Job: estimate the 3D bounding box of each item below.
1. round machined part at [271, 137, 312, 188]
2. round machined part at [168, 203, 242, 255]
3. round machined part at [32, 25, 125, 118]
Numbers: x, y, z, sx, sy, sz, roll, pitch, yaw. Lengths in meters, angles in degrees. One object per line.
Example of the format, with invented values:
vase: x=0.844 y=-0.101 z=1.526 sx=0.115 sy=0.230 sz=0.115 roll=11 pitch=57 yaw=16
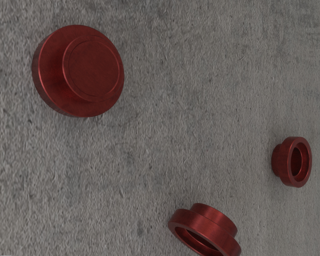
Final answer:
round machined part: x=0.255 y=0.065 z=0.607 sx=0.099 sy=0.042 sz=0.097 roll=0 pitch=90 yaw=-40
round machined part: x=0.063 y=0.137 z=0.410 sx=0.042 sy=0.098 sz=0.098 roll=-52 pitch=121 yaw=-27
round machined part: x=-0.078 y=-0.060 z=0.328 sx=0.099 sy=0.042 sz=0.097 roll=0 pitch=90 yaw=-40
